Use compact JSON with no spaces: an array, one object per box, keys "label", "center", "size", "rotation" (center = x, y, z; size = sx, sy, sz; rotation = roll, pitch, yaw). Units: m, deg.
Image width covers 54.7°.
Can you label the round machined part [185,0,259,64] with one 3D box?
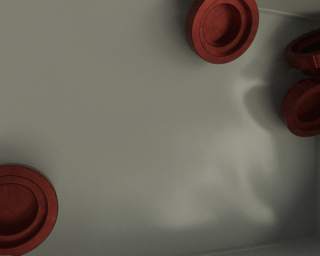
[{"label":"round machined part","center":[0.078,-0.139,0.416],"size":[0.099,0.042,0.097],"rotation":[-10,122,-16]}]

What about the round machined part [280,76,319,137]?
[{"label":"round machined part","center":[0.229,-0.037,0.469],"size":[0.099,0.042,0.097],"rotation":[-7,128,-8]}]

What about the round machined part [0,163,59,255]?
[{"label":"round machined part","center":[-0.164,0.087,0.341],"size":[0.099,0.042,0.097],"rotation":[0,90,-20]}]

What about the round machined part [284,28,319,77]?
[{"label":"round machined part","center":[0.242,-0.112,0.462],"size":[0.098,0.098,0.042],"rotation":[-37,115,-16]}]
